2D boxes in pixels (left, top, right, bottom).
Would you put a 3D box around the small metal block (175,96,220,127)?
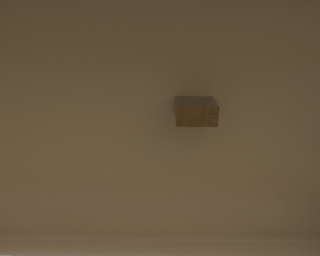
[{"bbox_3d":[0.044,-0.022,0.390,0.050,0.050,0.025,1,110,-1],"label":"small metal block"}]
